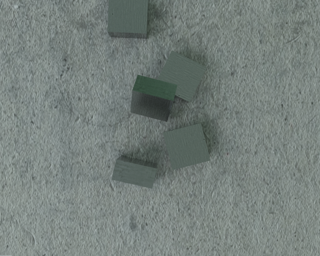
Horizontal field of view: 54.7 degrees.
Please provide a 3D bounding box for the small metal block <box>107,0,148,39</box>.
[{"bbox_3d":[-0.041,-0.147,0.409,0.050,0.025,0.050,3,90,0],"label":"small metal block"}]

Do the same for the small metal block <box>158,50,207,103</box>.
[{"bbox_3d":[0.027,-0.067,0.410,0.050,0.025,0.050,26,90,0],"label":"small metal block"}]

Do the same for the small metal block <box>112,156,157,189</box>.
[{"bbox_3d":[-0.031,0.055,0.397,0.050,0.050,0.025,13,90,0],"label":"small metal block"}]

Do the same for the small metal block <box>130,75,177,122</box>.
[{"bbox_3d":[-0.009,-0.037,0.394,0.050,0.050,0.025,14,60,0],"label":"small metal block"}]

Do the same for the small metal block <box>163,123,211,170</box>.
[{"bbox_3d":[0.034,0.024,0.410,0.050,0.025,0.050,-14,90,0],"label":"small metal block"}]
